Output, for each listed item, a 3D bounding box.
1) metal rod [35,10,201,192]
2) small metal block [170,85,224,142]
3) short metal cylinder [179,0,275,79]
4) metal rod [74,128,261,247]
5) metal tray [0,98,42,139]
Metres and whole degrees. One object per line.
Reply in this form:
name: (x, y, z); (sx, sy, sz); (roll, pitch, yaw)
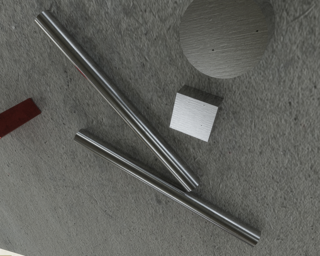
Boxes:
metal rod: (-0.052, -0.032, 0.414); (0.300, 0.025, 0.025); (48, 129, -6)
small metal block: (0.043, -0.018, 0.373); (0.050, 0.025, 0.050); (21, 127, 15)
short metal cylinder: (0.065, -0.094, 0.298); (0.080, 0.050, 0.079); (13, 124, 21)
metal rod: (0.005, 0.083, 0.455); (0.301, 0.025, 0.025); (29, 128, 9)
metal tray: (-0.266, 0.002, 0.506); (0.130, 0.090, 0.030); (-22, 106, 36)
